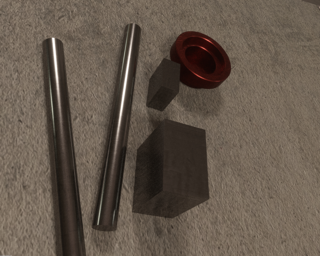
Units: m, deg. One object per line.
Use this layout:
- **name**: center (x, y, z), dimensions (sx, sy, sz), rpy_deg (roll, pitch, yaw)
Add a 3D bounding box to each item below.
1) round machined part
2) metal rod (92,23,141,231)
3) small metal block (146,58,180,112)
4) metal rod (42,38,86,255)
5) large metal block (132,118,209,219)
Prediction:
- **round machined part**: center (0.059, -0.101, 0.489), dimensions (0.099, 0.042, 0.098), rpy_deg (14, 56, -21)
- **metal rod**: center (-0.049, -0.025, 0.393), dimensions (0.025, 0.025, 0.300), rpy_deg (17, 55, -19)
- **small metal block**: center (0.004, -0.059, 0.428), dimensions (0.025, 0.050, 0.050), rpy_deg (18, 55, -19)
- **metal rod**: center (-0.105, 0.025, 0.332), dimensions (0.025, 0.025, 0.299), rpy_deg (1, 61, -28)
- **large metal block**: center (0.010, 0.048, 0.346), dimensions (0.050, 0.080, 0.080), rpy_deg (15, 56, -20)
